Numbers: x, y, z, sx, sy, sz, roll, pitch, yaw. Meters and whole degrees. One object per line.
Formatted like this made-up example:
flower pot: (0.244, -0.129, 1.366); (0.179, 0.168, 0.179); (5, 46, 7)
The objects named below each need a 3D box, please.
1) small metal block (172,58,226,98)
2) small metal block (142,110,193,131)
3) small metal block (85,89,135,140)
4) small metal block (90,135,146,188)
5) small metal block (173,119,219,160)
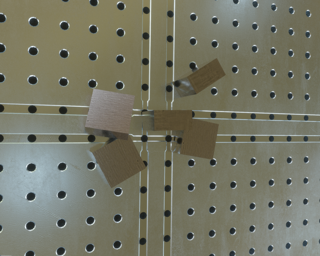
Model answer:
small metal block: (0.051, -0.067, 0.418); (0.050, 0.050, 0.025); (-34, 101, -17)
small metal block: (0.008, -0.010, 0.402); (0.050, 0.050, 0.025); (-1, 91, -20)
small metal block: (-0.060, -0.016, 0.377); (0.050, 0.025, 0.050); (9, 68, -5)
small metal block: (-0.053, 0.040, 0.393); (0.050, 0.025, 0.050); (-29, 100, -18)
small metal block: (0.050, 0.014, 0.431); (0.050, 0.025, 0.050); (12, 86, -20)
